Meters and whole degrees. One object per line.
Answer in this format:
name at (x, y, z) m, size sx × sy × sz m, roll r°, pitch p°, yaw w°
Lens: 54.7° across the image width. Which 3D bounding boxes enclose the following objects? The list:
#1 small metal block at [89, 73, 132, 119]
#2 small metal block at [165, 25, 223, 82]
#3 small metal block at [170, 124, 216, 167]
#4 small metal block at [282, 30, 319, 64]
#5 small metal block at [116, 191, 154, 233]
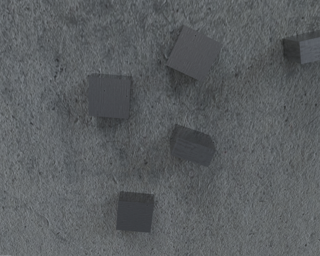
small metal block at (-0.063, -0.041, 0.394) m, size 0.050 × 0.025 × 0.050 m, roll 5°, pitch 110°, yaw -2°
small metal block at (0.040, -0.091, 0.377) m, size 0.050 × 0.025 × 0.050 m, roll 24°, pitch 108°, yaw -9°
small metal block at (0.041, 0.022, 0.405) m, size 0.050 × 0.050 × 0.025 m, roll 19°, pitch 109°, yaw -7°
small metal block at (0.179, -0.096, 0.362) m, size 0.050 × 0.050 × 0.025 m, roll -12°, pitch 110°, yaw 4°
small metal block at (-0.036, 0.123, 0.455) m, size 0.050 × 0.025 × 0.050 m, roll 6°, pitch 110°, yaw -3°
